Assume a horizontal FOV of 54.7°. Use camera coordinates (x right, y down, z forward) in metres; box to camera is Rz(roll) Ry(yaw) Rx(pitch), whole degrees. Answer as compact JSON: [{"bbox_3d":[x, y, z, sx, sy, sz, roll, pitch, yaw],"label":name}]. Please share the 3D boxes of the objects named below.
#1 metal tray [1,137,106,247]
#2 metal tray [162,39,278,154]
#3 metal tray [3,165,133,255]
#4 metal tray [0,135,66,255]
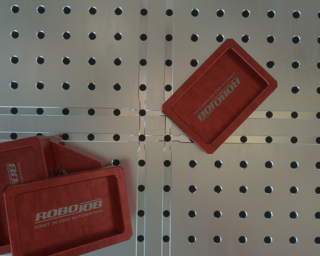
[{"bbox_3d":[-0.139,0.086,0.409,0.090,0.030,0.129,24,90,-1],"label":"metal tray"},{"bbox_3d":[0.077,-0.041,0.411,0.090,0.030,0.130,44,90,-1],"label":"metal tray"},{"bbox_3d":[-0.102,0.098,0.356,0.131,0.030,0.089,-8,89,-29],"label":"metal tray"},{"bbox_3d":[-0.173,0.080,0.378,0.091,0.030,0.129,-12,90,-1],"label":"metal tray"}]
